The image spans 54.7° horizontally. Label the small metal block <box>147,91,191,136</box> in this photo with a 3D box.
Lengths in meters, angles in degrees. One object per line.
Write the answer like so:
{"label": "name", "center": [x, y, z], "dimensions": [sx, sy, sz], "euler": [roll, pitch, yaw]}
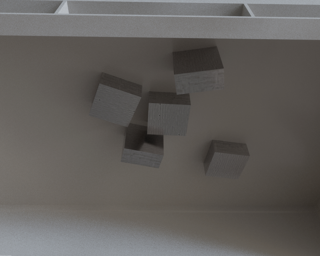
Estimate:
{"label": "small metal block", "center": [0.010, -0.018, 0.394], "dimensions": [0.050, 0.025, 0.050], "euler": [3, 130, -3]}

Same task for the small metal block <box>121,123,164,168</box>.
{"label": "small metal block", "center": [-0.023, 0.023, 0.412], "dimensions": [0.050, 0.050, 0.025], "euler": [11, 129, -10]}

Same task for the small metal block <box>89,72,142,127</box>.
{"label": "small metal block", "center": [-0.054, -0.034, 0.380], "dimensions": [0.050, 0.025, 0.050], "euler": [17, 128, -15]}

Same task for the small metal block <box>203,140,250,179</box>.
{"label": "small metal block", "center": [0.095, 0.046, 0.449], "dimensions": [0.050, 0.025, 0.050], "euler": [7, 130, -7]}

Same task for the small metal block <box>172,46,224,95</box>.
{"label": "small metal block", "center": [0.041, -0.064, 0.339], "dimensions": [0.050, 0.050, 0.025], "euler": [-6, 130, 5]}
